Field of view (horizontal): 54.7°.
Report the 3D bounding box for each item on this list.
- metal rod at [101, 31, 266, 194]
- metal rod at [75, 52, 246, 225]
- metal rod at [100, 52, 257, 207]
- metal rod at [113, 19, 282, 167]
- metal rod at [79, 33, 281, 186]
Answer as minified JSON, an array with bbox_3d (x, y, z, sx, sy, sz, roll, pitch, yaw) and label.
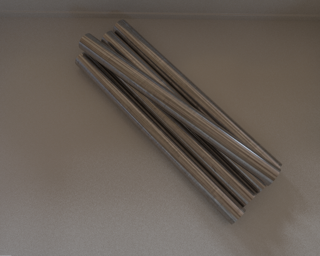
[{"bbox_3d":[0.026,-0.030,0.419,0.025,0.025,0.300,-41,75,-14],"label":"metal rod"},{"bbox_3d":[-0.009,0.004,0.407,0.025,0.025,0.300,-41,75,-14],"label":"metal rod"},{"bbox_3d":[0.007,-0.015,0.414,0.025,0.025,0.300,-41,75,-14],"label":"metal rod"},{"bbox_3d":[0.042,-0.049,0.426,0.025,0.025,0.300,-41,75,-14],"label":"metal rod"},{"bbox_3d":[0.016,-0.030,0.392,0.300,0.025,0.025,37,74,12],"label":"metal rod"}]
